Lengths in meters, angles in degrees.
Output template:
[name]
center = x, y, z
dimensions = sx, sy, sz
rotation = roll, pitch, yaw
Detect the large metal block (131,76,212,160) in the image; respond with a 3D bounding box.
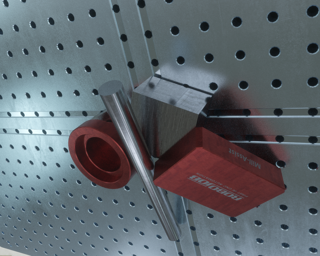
[large metal block]
center = 0.010, -0.008, 0.381
dimensions = 0.080, 0.050, 0.079
rotation = 21, 126, 15

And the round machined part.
[round machined part]
center = -0.071, 0.031, 0.417
dimensions = 0.098, 0.042, 0.097
rotation = 15, 126, 22

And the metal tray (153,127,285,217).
[metal tray]
center = 0.069, 0.058, 0.370
dimensions = 0.131, 0.030, 0.090
rotation = 27, 133, -21

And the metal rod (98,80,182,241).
[metal rod]
center = -0.013, 0.066, 0.403
dimensions = 0.025, 0.025, 0.299
rotation = 6, 137, 25

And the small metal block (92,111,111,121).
[small metal block]
center = -0.072, 0.000, 0.445
dimensions = 0.050, 0.025, 0.050
rotation = -24, 106, 36
